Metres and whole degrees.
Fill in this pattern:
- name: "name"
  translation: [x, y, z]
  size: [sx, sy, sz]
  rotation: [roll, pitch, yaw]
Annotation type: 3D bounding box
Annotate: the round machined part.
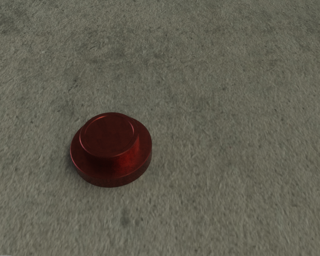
- name: "round machined part"
  translation: [-0.059, 0.019, 0.375]
  size: [0.099, 0.042, 0.098]
  rotation: [0, 50, 0]
